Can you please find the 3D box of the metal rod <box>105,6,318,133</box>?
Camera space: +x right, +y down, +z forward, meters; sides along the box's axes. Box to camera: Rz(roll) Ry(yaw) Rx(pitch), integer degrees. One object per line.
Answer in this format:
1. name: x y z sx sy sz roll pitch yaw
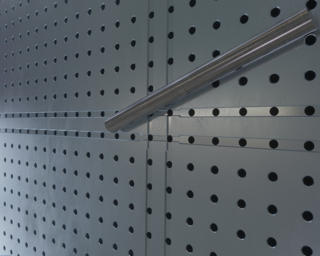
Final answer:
1. metal rod: 0.035 -0.054 0.381 0.299 0.025 0.025 -25 75 37
